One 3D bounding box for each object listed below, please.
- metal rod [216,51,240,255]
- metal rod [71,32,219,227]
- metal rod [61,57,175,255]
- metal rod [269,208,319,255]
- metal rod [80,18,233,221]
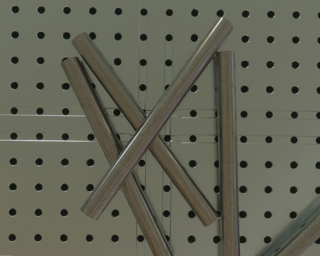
[{"bbox_3d":[0.091,0.048,0.414,0.025,0.025,0.298,-2,90,-1],"label":"metal rod"},{"bbox_3d":[-0.019,0.002,0.413,0.025,0.025,0.299,-36,90,0],"label":"metal rod"},{"bbox_3d":[-0.055,0.046,0.412,0.025,0.025,0.299,-26,90,0],"label":"metal rod"},{"bbox_3d":[0.220,0.122,0.416,0.300,0.025,0.025,-43,91,-1],"label":"metal rod"},{"bbox_3d":[0.002,-0.018,0.391,0.025,0.025,0.300,36,81,-1],"label":"metal rod"}]
